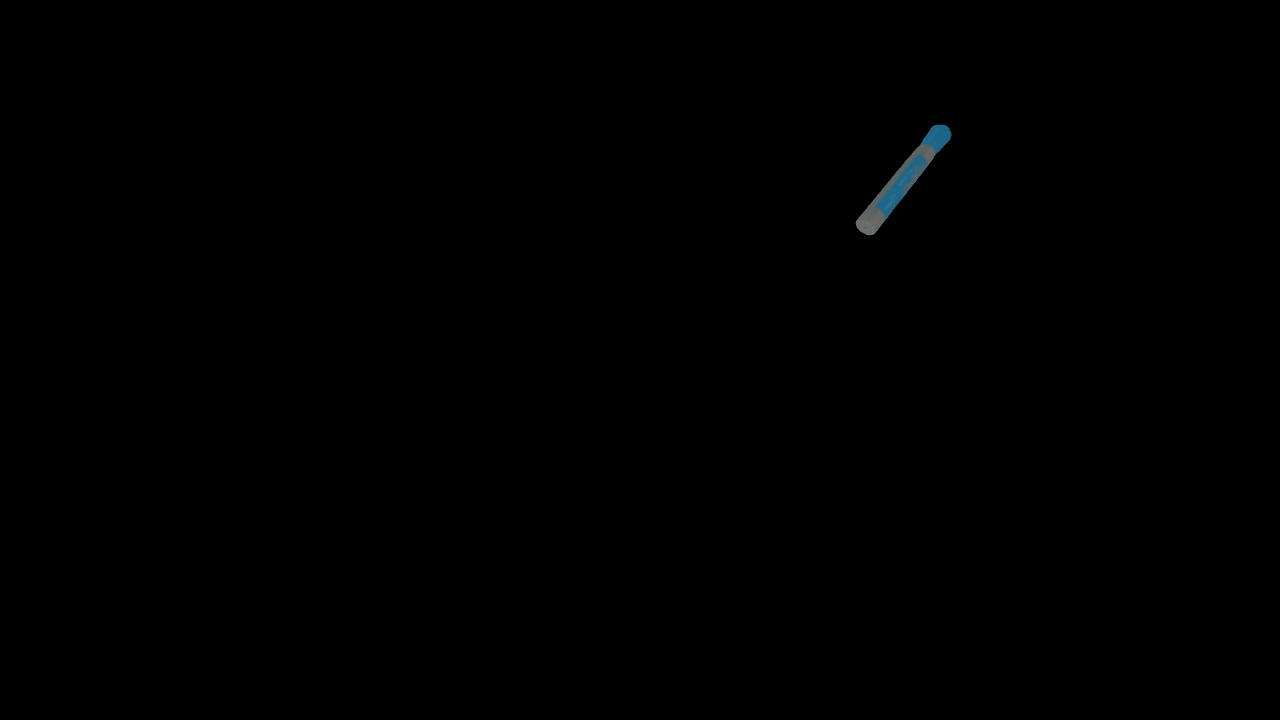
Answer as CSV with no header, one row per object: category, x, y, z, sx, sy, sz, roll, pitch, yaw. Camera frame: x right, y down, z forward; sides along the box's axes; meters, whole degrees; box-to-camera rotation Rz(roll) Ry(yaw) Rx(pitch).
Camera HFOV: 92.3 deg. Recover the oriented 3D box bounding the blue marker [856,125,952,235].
blue marker,0.226,-0.155,0.522,0.020,0.121,0.020,39,-10,8
